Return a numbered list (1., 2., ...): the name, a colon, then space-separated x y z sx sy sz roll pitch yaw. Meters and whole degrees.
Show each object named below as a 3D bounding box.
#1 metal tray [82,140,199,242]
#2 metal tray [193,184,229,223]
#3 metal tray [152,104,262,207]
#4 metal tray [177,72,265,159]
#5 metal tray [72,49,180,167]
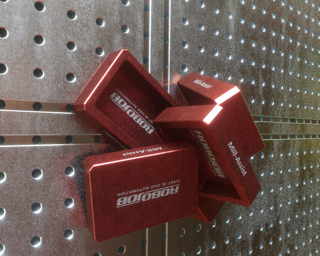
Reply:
1. metal tray: -0.018 0.070 0.361 0.131 0.030 0.089 -8 106 -25
2. metal tray: 0.079 0.065 0.473 0.130 0.030 0.090 -49 119 -29
3. metal tray: 0.057 0.034 0.377 0.030 0.090 0.130 -46 118 -30
4. metal tray: 0.075 -0.021 0.406 0.030 0.130 0.090 -33 114 -5
5. metal tray: -0.030 -0.020 0.382 0.130 0.030 0.090 43 64 -32
